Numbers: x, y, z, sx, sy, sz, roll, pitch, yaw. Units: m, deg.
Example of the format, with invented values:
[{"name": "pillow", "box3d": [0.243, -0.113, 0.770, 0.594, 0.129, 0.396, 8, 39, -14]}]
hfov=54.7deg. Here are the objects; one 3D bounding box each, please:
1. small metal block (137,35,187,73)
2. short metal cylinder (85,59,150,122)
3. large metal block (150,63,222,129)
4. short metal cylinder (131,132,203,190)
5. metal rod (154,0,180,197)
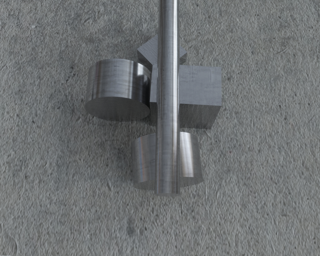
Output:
[{"name": "small metal block", "box3d": [0.003, -0.104, 0.446, 0.050, 0.025, 0.050, -39, 75, -13]}, {"name": "short metal cylinder", "box3d": [-0.052, -0.045, 0.395, 0.081, 0.080, 0.050, 1, 70, 0]}, {"name": "large metal block", "box3d": [0.030, -0.037, 0.393, 0.080, 0.080, 0.050, 3, 70, 1]}, {"name": "short metal cylinder", "box3d": [0.008, 0.041, 0.364, 0.081, 0.080, 0.050, -5, 70, -2]}, {"name": "metal rod", "box3d": [0.010, -0.076, 0.350, 0.025, 0.025, 0.299, 1, 70, 0]}]
